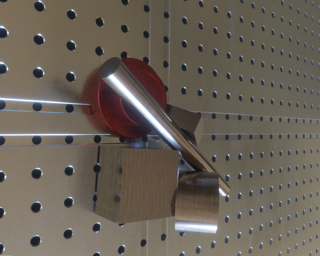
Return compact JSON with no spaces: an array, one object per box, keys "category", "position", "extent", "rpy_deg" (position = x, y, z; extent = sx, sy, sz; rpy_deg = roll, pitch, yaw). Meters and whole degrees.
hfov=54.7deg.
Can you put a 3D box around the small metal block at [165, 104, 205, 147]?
[{"category":"small metal block","position":[0.029,-0.003,0.407],"extent":[0.025,0.050,0.050],"rpy_deg":[-64,160,-16]}]

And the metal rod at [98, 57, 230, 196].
[{"category":"metal rod","position":[0.027,0.021,0.392],"extent":[0.300,0.025,0.025],"rpy_deg":[46,62,-45]}]

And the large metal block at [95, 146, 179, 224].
[{"category":"large metal block","position":[-0.026,0.064,0.370],"extent":[0.081,0.050,0.080],"rpy_deg":[6,86,-40]}]

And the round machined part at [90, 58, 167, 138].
[{"category":"round machined part","position":[-0.030,-0.036,0.374],"extent":[0.099,0.042,0.097],"rpy_deg":[0,90,-40]}]

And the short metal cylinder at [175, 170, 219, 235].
[{"category":"short metal cylinder","position":[0.048,0.097,0.407],"extent":[0.080,0.050,0.079],"rpy_deg":[1,92,-85]}]
